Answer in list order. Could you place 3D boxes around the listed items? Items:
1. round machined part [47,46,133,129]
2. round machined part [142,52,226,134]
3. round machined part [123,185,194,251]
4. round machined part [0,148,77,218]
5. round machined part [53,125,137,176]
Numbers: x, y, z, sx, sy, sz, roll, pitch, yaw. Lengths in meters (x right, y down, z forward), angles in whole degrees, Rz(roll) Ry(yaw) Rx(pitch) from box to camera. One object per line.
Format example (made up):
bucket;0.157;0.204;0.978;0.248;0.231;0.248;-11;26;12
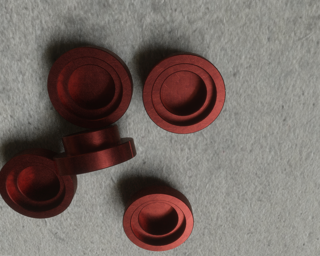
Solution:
round machined part;-0.082;-0.052;0.381;0.099;0.042;0.097;0;110;-1
round machined part;0.028;-0.045;0.385;0.099;0.042;0.097;0;110;-1
round machined part;-0.003;0.125;0.447;0.099;0.042;0.097;0;110;-1
round machined part;-0.163;0.071;0.425;0.099;0.042;0.097;0;110;-1
round machined part;-0.081;0.023;0.380;0.099;0.098;0.042;-12;95;4
